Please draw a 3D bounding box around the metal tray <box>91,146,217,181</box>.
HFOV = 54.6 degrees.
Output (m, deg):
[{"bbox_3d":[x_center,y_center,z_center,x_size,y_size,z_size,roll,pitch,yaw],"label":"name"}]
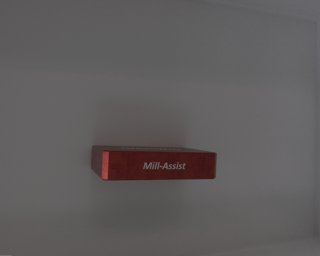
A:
[{"bbox_3d":[-0.010,0.040,0.372,0.131,0.090,0.030,3,89,-20],"label":"metal tray"}]
